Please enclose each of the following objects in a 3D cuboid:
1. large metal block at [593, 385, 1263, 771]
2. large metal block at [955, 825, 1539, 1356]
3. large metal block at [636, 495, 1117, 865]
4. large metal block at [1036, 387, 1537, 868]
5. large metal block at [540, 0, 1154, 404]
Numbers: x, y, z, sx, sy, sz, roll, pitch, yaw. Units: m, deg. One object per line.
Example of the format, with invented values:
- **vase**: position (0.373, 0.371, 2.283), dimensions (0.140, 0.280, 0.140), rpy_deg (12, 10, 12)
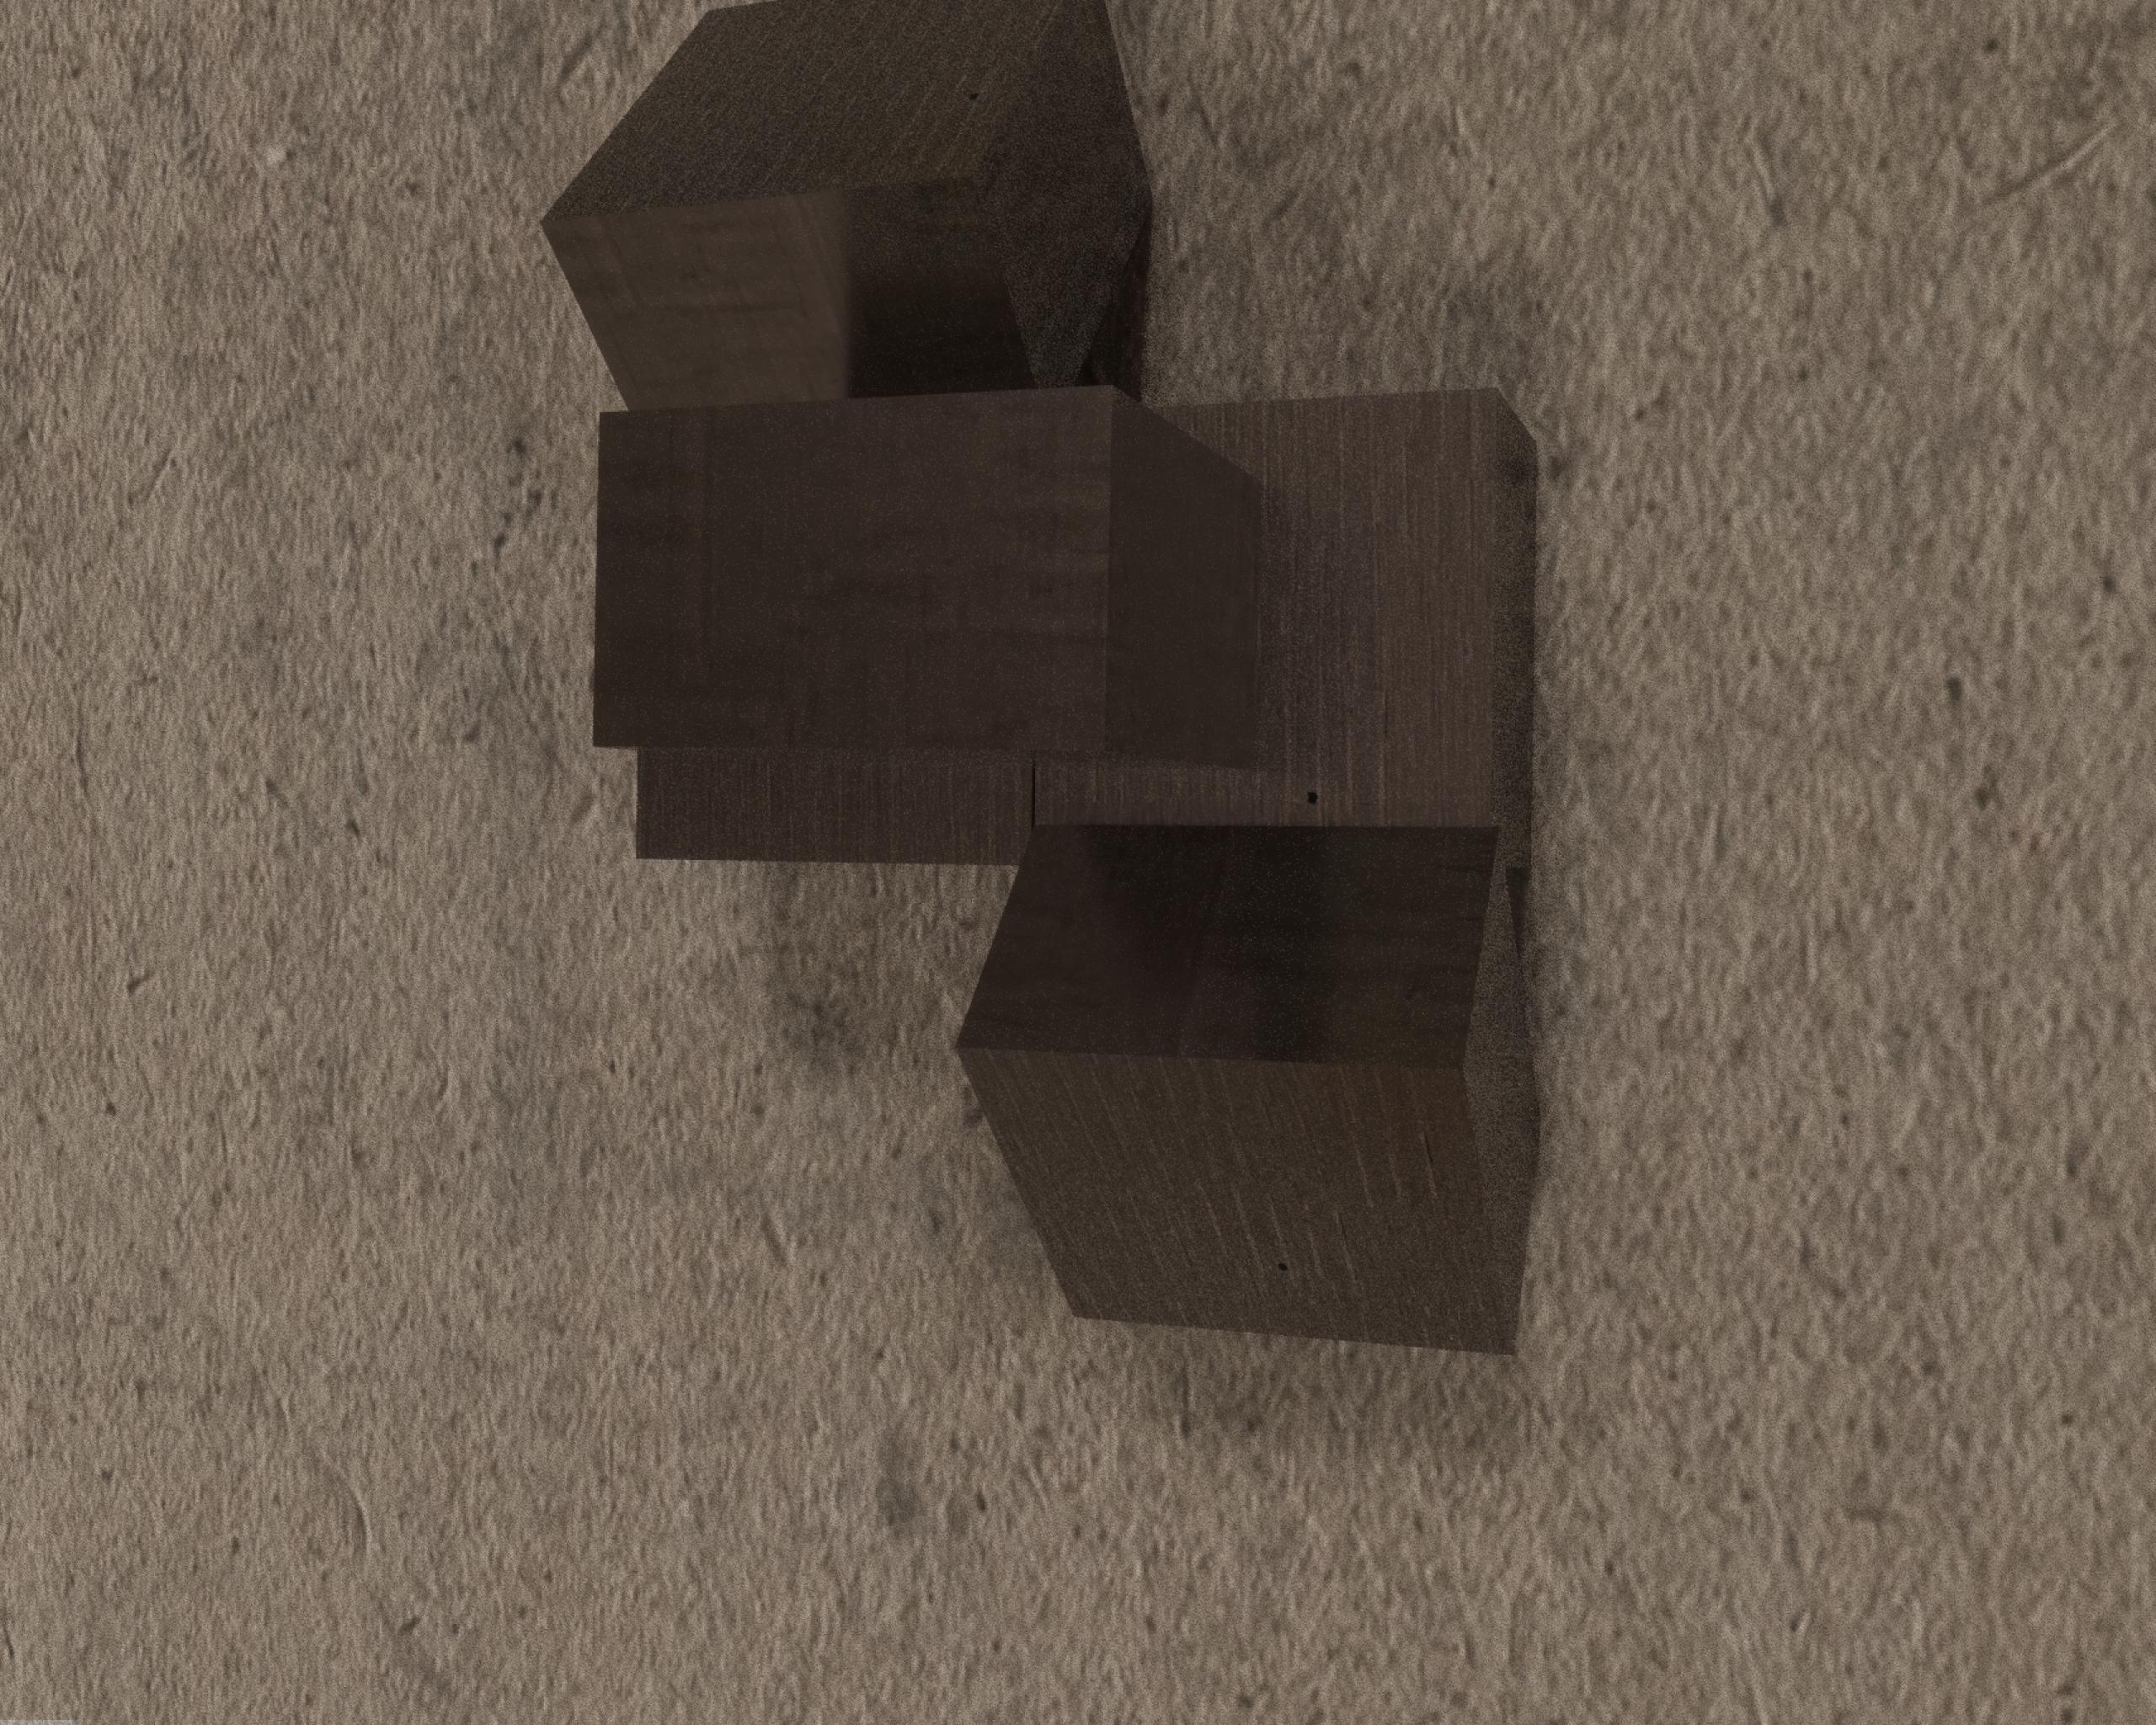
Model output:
- **large metal block**: position (-0.020, -0.041, 0.334), dimensions (0.080, 0.080, 0.050), rpy_deg (1, 91, 19)
- **large metal block**: position (0.034, 0.039, 0.362), dimensions (0.080, 0.080, 0.050), rpy_deg (1, 47, 19)
- **large metal block**: position (-0.037, -0.040, 0.407), dimensions (0.080, 0.050, 0.079), rpy_deg (1, 90, 19)
- **large metal block**: position (0.039, -0.039, 0.381), dimensions (0.080, 0.050, 0.079), rpy_deg (1, 90, 19)
- **large metal block**: position (-0.039, -0.121, 0.387), dimensions (0.080, 0.050, 0.080), rpy_deg (1, 46, 20)
